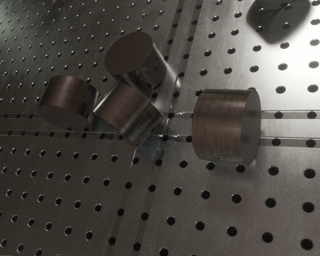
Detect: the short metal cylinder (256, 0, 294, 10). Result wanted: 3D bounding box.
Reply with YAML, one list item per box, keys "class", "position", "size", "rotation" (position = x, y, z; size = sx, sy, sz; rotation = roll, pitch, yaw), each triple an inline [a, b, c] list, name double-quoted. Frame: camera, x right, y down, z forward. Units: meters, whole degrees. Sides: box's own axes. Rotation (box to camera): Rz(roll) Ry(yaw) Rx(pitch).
- class: "short metal cylinder"
  position: [0.156, -0.210, 0.420]
  size: [0.080, 0.080, 0.050]
  rotation: [-30, 52, 8]

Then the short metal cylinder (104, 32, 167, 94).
- class: "short metal cylinder"
  position: [-0.036, -0.098, 0.470]
  size: [0.080, 0.050, 0.080]
  rotation: [-13, 56, 20]

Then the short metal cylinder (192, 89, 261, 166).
- class: "short metal cylinder"
  position: [0.074, -0.002, 0.335]
  size: [0.050, 0.080, 0.080]
  rotation: [6, 65, 30]

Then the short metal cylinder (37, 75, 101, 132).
- class: "short metal cylinder"
  position: [-0.134, -0.035, 0.462]
  size: [0.080, 0.080, 0.050]
  rotation: [-1, 62, 27]

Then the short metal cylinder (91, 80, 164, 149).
- class: "short metal cylinder"
  position: [-0.042, -0.017, 0.404]
  size: [0.080, 0.080, 0.050]
  rotation: [32, 80, 38]
